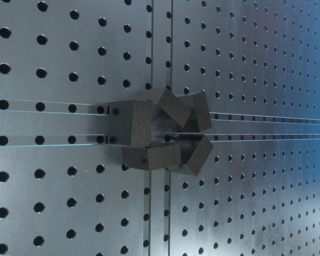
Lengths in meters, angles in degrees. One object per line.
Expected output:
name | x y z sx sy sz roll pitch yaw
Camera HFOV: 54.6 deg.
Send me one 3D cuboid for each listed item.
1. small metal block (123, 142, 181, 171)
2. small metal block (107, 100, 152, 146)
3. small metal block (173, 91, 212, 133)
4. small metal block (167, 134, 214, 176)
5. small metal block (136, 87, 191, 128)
small metal block | -0.010 0.034 0.383 0.050 0.050 0.025 -7 94 -40
small metal block | -0.036 -0.005 0.361 0.025 0.050 0.050 5 88 -40
small metal block | 0.040 -0.021 0.424 0.025 0.050 0.050 -21 103 -38
small metal block | 0.037 0.035 0.422 0.025 0.050 0.050 50 61 -28
small metal block | 0.002 -0.024 0.393 0.050 0.050 0.025 41 66 -33
